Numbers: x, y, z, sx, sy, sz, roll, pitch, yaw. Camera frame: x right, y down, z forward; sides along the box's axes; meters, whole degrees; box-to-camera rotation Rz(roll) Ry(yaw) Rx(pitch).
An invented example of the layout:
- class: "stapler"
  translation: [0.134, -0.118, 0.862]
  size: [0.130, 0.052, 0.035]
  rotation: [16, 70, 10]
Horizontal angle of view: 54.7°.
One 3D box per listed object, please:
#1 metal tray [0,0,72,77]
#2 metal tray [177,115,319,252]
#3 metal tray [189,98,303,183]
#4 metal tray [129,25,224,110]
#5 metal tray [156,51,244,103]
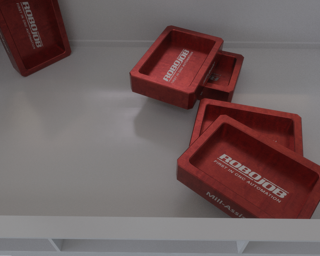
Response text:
- class: "metal tray"
  translation: [-0.192, -0.151, 0.462]
  size: [0.091, 0.129, 0.030]
  rotation: [-36, 59, -26]
- class: "metal tray"
  translation: [0.094, 0.049, 0.320]
  size: [0.130, 0.030, 0.090]
  rotation: [32, 57, 24]
- class: "metal tray"
  translation: [0.107, 0.013, 0.391]
  size: [0.131, 0.030, 0.090]
  rotation: [11, 51, 9]
- class: "metal tray"
  translation: [0.027, -0.091, 0.438]
  size: [0.090, 0.030, 0.130]
  rotation: [20, 53, 15]
- class: "metal tray"
  translation: [0.054, -0.088, 0.475]
  size: [0.130, 0.030, 0.090]
  rotation: [16, 52, 12]
